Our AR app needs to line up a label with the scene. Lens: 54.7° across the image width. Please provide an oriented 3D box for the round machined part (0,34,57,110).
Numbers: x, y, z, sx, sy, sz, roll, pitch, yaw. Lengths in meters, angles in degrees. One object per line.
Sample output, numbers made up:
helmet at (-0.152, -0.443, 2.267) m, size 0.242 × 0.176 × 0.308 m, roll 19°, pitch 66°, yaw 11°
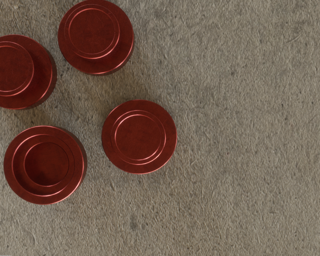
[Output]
round machined part at (-0.189, -0.073, 0.400) m, size 0.099 × 0.042 × 0.097 m, roll 0°, pitch 90°, yaw 0°

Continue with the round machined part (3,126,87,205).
round machined part at (-0.143, 0.046, 0.400) m, size 0.099 × 0.042 × 0.097 m, roll 0°, pitch 90°, yaw 0°

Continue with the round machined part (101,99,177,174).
round machined part at (-0.027, 0.011, 0.401) m, size 0.099 × 0.042 × 0.097 m, roll 0°, pitch 90°, yaw 0°

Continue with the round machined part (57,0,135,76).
round machined part at (-0.084, -0.119, 0.401) m, size 0.099 × 0.042 × 0.097 m, roll 0°, pitch 90°, yaw 0°
